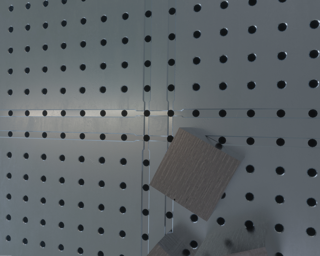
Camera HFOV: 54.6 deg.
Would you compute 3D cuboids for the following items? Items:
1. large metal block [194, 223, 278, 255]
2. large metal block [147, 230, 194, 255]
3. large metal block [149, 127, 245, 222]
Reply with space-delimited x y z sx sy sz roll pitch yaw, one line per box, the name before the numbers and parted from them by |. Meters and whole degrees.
large metal block | 0.089 0.153 0.352 0.080 0.080 0.050 -20 83 19
large metal block | 0.011 0.195 0.396 0.080 0.050 0.080 41 103 15
large metal block | 0.047 0.053 0.383 0.080 0.050 0.080 30 100 17
